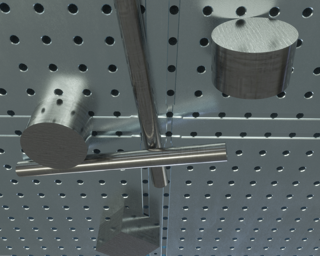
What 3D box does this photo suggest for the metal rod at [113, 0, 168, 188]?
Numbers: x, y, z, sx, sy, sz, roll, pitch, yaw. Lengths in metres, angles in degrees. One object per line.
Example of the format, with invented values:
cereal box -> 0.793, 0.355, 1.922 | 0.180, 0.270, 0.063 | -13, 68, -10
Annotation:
metal rod -> -0.018, -0.029, 0.386 | 0.025, 0.025, 0.298 | -5, 130, 4

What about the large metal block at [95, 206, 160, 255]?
large metal block -> -0.057, 0.195, 0.561 | 0.080, 0.050, 0.080 | 32, 123, -24

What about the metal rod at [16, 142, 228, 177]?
metal rod -> -0.062, 0.045, 0.424 | 0.301, 0.025, 0.025 | -6, 130, 15

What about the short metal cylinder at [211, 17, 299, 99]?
short metal cylinder -> 0.093, -0.073, 0.315 | 0.080, 0.080, 0.050 | -5, 130, 4

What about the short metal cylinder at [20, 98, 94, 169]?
short metal cylinder -> -0.130, 0.008, 0.400 | 0.081, 0.050, 0.079 | 0, 130, 0
